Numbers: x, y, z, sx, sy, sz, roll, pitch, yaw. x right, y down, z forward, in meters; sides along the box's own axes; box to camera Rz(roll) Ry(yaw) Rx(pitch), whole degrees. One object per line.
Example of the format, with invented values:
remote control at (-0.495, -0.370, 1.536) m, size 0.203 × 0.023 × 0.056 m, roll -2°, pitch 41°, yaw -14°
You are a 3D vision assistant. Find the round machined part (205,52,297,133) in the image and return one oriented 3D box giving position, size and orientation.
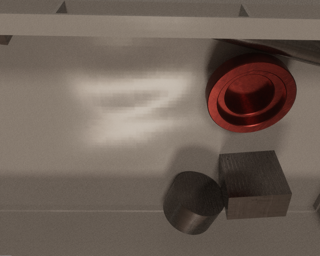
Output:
round machined part at (0.102, -0.044, 0.362) m, size 0.099 × 0.042 × 0.097 m, roll -1°, pitch 130°, yaw 0°

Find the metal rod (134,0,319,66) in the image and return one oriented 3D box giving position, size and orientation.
metal rod at (0.123, -0.092, 0.332) m, size 0.302 × 0.025 × 0.025 m, roll 11°, pitch 129°, yaw -10°

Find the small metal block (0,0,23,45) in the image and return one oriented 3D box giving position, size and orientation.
small metal block at (-0.167, -0.108, 0.296) m, size 0.050 × 0.050 × 0.025 m, roll 6°, pitch 141°, yaw -6°

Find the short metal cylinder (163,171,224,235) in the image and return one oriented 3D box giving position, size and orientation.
short metal cylinder at (0.051, 0.113, 0.470) m, size 0.081 × 0.080 × 0.050 m, roll 13°, pitch 129°, yaw -12°

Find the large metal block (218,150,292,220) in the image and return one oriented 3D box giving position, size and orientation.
large metal block at (0.131, 0.080, 0.443) m, size 0.080 × 0.080 × 0.050 m, roll -4°, pitch 130°, yaw 3°
